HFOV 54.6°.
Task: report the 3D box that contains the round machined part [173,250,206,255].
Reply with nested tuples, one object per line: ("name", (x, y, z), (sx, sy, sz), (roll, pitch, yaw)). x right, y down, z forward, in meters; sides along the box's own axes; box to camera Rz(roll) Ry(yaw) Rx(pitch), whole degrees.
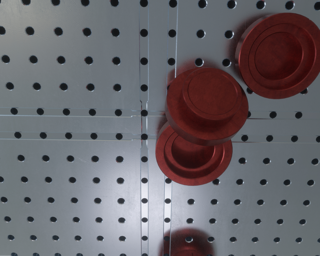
("round machined part", (0.045, 0.235, 0.491), (0.099, 0.042, 0.097), (0, 110, 0))

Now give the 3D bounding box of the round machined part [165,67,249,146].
("round machined part", (0.057, -0.032, 0.364), (0.099, 0.042, 0.098), (3, 66, -6))

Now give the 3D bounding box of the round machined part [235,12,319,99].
("round machined part", (0.139, -0.087, 0.373), (0.099, 0.042, 0.097), (0, 110, 0))

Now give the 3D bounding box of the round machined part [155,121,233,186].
("round machined part", (0.043, 0.024, 0.413), (0.099, 0.042, 0.097), (0, 110, 0))
